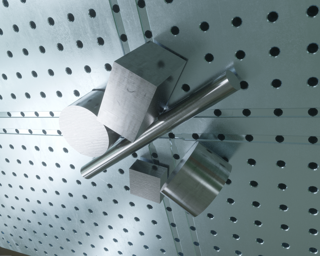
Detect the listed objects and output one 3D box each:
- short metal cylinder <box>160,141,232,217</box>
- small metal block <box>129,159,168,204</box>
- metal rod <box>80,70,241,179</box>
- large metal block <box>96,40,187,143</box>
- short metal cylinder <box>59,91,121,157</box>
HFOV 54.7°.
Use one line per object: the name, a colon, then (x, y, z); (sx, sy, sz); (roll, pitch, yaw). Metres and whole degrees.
short metal cylinder: (0.044, 0.063, 0.387); (0.050, 0.080, 0.080); (37, 129, 3)
small metal block: (-0.017, 0.080, 0.465); (0.050, 0.025, 0.050); (14, 124, 20)
metal rod: (-0.021, 0.011, 0.425); (0.299, 0.025, 0.025); (-32, 101, 38)
large metal block: (-0.021, -0.043, 0.355); (0.050, 0.080, 0.079); (32, 129, 7)
short metal cylinder: (-0.093, -0.006, 0.435); (0.080, 0.050, 0.079); (13, 124, 21)
